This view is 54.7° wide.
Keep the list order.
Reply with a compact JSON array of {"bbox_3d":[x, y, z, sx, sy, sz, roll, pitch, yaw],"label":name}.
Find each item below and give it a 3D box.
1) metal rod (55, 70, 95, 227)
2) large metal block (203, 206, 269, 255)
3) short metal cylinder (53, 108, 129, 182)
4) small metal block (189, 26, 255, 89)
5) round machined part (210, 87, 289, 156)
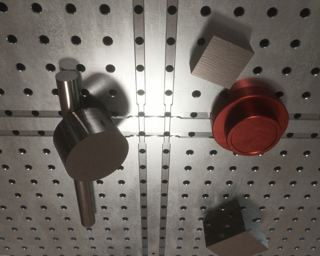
[{"bbox_3d":[-0.118,0.053,0.454,0.025,0.025,0.298,3,130,-3],"label":"metal rod"},{"bbox_3d":[0.137,0.196,0.565,0.080,0.050,0.080,-33,123,24],"label":"large metal block"},{"bbox_3d":[-0.087,0.021,0.390,0.081,0.050,0.079,-22,137,-22],"label":"short metal cylinder"},{"bbox_3d":[0.068,-0.078,0.347,0.050,0.025,0.050,18,128,-16],"label":"small metal block"},{"bbox_3d":[0.117,-0.001,0.401,0.099,0.042,0.097,-1,130,0],"label":"round machined part"}]
